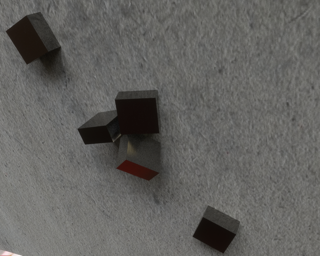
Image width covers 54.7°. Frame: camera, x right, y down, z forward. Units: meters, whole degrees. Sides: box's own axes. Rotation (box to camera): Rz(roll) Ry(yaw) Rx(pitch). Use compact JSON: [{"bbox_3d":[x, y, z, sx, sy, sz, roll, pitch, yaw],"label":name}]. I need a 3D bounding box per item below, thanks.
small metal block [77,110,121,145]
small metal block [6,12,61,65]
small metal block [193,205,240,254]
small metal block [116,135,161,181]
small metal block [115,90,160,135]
[{"bbox_3d":[-0.075,-0.002,0.427,0.050,0.050,0.025,-6,116,31],"label":"small metal block"},{"bbox_3d":[-0.172,-0.121,0.420,0.050,0.025,0.050,-16,110,34],"label":"small metal block"},{"bbox_3d":[0.082,0.149,0.455,0.050,0.025,0.050,26,127,12],"label":"small metal block"},{"bbox_3d":[-0.028,0.036,0.415,0.050,0.050,0.025,26,134,-25],"label":"small metal block"},{"bbox_3d":[-0.027,-0.020,0.397,0.050,0.025,0.050,-2,119,6],"label":"small metal block"}]
